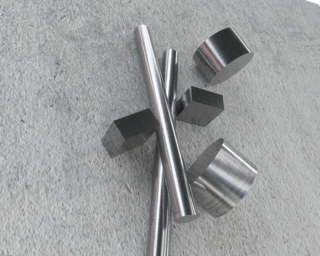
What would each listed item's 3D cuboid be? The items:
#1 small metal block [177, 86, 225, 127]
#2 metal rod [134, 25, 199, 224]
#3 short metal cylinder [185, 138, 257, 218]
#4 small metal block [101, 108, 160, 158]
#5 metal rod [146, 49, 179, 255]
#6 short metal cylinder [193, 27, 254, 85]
[{"bbox_3d":[0.054,-0.029,0.434,0.050,0.050,0.025,13,56,-21],"label":"small metal block"},{"bbox_3d":[-0.001,-0.029,0.396,0.025,0.025,0.299,6,52,-25],"label":"metal rod"},{"bbox_3d":[0.068,0.058,0.369,0.050,0.080,0.080,40,51,-1],"label":"short metal cylinder"},{"bbox_3d":[-0.035,0.006,0.365,0.050,0.050,0.025,-23,74,-36],"label":"small metal block"},{"bbox_3d":[0.007,0.012,0.399,0.025,0.025,0.300,17,55,-19],"label":"metal rod"},{"bbox_3d":[0.099,-0.112,0.490,0.081,0.080,0.050,-23,75,-36],"label":"short metal cylinder"}]
